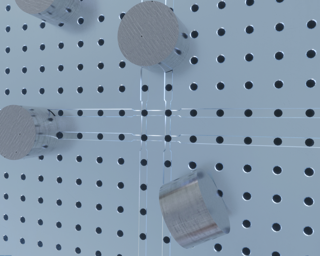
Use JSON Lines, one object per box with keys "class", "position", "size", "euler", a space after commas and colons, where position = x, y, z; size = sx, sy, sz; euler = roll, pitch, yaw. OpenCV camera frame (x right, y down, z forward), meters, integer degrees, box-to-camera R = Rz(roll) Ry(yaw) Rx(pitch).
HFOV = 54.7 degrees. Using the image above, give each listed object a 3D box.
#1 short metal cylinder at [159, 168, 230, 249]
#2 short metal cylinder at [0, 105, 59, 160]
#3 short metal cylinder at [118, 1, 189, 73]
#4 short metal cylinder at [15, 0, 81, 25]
{"class": "short metal cylinder", "position": [0.042, 0.095, 0.368], "size": [0.050, 0.080, 0.080], "euler": [-28, 81, 18]}
{"class": "short metal cylinder", "position": [-0.203, 0.006, 0.469], "size": [0.080, 0.050, 0.079], "euler": [0, 90, 19]}
{"class": "short metal cylinder", "position": [-0.007, -0.115, 0.401], "size": [0.080, 0.050, 0.079], "euler": [0, 90, 19]}
{"class": "short metal cylinder", "position": [-0.165, -0.200, 0.456], "size": [0.080, 0.050, 0.079], "euler": [0, 90, 19]}
